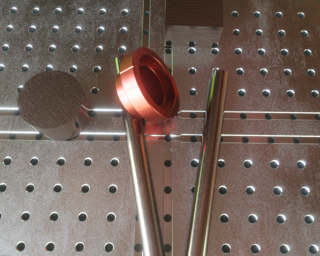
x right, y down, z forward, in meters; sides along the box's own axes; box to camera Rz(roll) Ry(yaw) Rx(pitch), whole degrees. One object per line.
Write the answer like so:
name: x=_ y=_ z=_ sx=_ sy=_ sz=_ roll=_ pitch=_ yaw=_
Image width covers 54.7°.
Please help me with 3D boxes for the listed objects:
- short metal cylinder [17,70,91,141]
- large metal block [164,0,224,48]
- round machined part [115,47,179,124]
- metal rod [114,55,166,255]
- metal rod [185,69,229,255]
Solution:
short metal cylinder: x=-0.136 y=-0.028 z=0.407 sx=0.081 sy=0.050 sz=0.080 roll=0 pitch=70 yaw=0
large metal block: x=0.048 y=-0.168 z=0.461 sx=0.081 sy=0.050 sz=0.080 roll=2 pitch=70 yaw=0
round machined part: x=-0.019 y=-0.051 z=0.402 sx=0.042 sy=0.098 sz=0.098 roll=-23 pitch=68 yaw=29
metal rod: x=-0.027 y=0.041 z=0.396 sx=0.025 sy=0.025 sz=0.299 roll=-10 pitch=70 yaw=-4
metal rod: x=0.058 y=0.061 z=0.389 sx=0.025 sy=0.025 sz=0.299 roll=10 pitch=70 yaw=3
